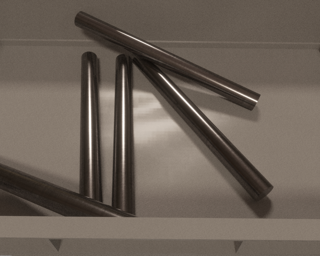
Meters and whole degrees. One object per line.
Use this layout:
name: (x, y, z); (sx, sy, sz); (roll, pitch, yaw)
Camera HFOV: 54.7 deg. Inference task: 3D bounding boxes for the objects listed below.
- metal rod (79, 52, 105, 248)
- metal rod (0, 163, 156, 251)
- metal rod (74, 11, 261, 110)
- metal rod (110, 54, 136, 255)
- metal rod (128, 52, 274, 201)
metal rod: (-0.091, 0.001, 0.403); (0.025, 0.025, 0.300); (-7, 50, -6)
metal rod: (-0.145, 0.061, 0.330); (0.301, 0.025, 0.025); (15, 51, 20)
metal rod: (0.005, -0.104, 0.463); (0.301, 0.025, 0.025); (27, 55, 10)
metal rod: (-0.047, 0.006, 0.398); (0.025, 0.025, 0.300); (-3, 50, -3)
metal rod: (0.038, -0.025, 0.426); (0.025, 0.025, 0.300); (-25, 55, -20)
